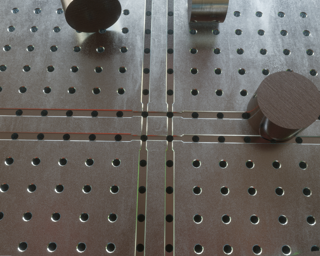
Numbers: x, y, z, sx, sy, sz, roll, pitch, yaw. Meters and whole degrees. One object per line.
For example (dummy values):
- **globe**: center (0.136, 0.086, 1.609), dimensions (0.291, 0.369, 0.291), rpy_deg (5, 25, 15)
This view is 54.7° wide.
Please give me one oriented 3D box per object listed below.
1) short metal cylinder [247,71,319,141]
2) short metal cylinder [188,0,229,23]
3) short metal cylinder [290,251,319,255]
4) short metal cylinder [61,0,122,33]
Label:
- **short metal cylinder**: center (0.162, -0.028, 0.410), dimensions (0.081, 0.050, 0.080), rpy_deg (0, 70, 0)
- **short metal cylinder**: center (0.069, -0.197, 0.455), dimensions (0.050, 0.080, 0.080), rpy_deg (0, 70, 0)
- **short metal cylinder**: center (0.149, 0.165, 0.323), dimensions (0.081, 0.080, 0.050), rpy_deg (-15, 71, -6)
- **short metal cylinder**: center (-0.102, -0.185, 0.449), dimensions (0.081, 0.080, 0.050), rpy_deg (-17, 71, -6)
